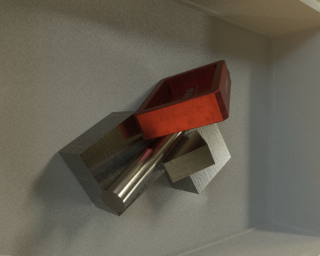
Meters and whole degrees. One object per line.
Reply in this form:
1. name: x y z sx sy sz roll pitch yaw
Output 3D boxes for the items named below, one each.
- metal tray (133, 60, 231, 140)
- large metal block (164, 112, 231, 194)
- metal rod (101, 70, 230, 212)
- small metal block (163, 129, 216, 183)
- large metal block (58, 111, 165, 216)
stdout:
1. metal tray: 0.032 -0.037 0.356 0.130 0.090 0.030 -62 134 -62
2. large metal block: 0.043 0.031 0.427 0.080 0.050 0.080 -41 115 -32
3. metal rod: 0.029 -0.011 0.383 0.301 0.025 0.025 -47 119 -47
4. small metal block: 0.029 0.030 0.351 0.050 0.050 0.025 -24 109 1
5. large metal block: -0.049 0.036 0.346 0.080 0.050 0.080 -41 115 -32
